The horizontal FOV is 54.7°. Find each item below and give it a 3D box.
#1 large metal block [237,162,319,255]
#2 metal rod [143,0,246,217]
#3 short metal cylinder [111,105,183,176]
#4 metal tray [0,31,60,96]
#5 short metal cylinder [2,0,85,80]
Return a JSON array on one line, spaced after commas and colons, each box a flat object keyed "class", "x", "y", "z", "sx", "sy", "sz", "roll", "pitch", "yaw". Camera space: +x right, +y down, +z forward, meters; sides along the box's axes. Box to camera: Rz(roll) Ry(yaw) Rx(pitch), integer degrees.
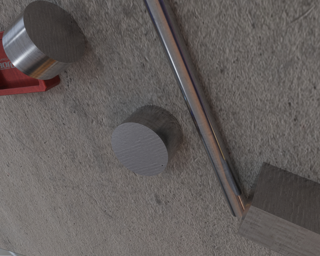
[{"class": "large metal block", "x": 0.143, "y": 0.095, "z": 0.355, "sx": 0.080, "sy": 0.080, "sz": 0.050, "roll": 22, "pitch": 127, "yaw": 15}, {"class": "metal rod", "x": 0.049, "y": -0.017, "z": 0.370, "sx": 0.025, "sy": 0.025, "sz": 0.299, "roll": -12, "pitch": 113, "yaw": 33}, {"class": "short metal cylinder", "x": -0.016, "y": 0.016, "z": 0.409, "sx": 0.080, "sy": 0.050, "sz": 0.079, "roll": 13, "pitch": 124, "yaw": 21}, {"class": "metal tray", "x": -0.220, "y": -0.097, "z": 0.459, "sx": 0.130, "sy": 0.030, "sz": 0.089, "roll": -1, "pitch": 118, "yaw": 28}, {"class": "short metal cylinder", "x": -0.141, "y": -0.106, "z": 0.380, "sx": 0.050, "sy": 0.080, "sz": 0.080, "roll": -22, "pitch": 107, "yaw": 36}]
